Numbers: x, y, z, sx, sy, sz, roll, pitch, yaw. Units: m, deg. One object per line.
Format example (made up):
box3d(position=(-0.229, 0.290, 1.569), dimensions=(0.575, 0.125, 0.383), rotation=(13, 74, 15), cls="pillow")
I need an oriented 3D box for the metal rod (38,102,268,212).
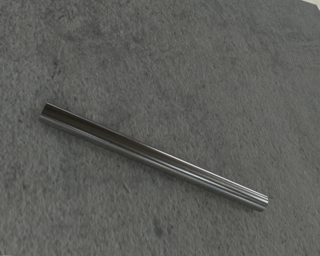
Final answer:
box3d(position=(0.004, 0.042, 0.381), dimensions=(0.302, 0.025, 0.025), rotation=(24, 53, -14), cls="metal rod")
